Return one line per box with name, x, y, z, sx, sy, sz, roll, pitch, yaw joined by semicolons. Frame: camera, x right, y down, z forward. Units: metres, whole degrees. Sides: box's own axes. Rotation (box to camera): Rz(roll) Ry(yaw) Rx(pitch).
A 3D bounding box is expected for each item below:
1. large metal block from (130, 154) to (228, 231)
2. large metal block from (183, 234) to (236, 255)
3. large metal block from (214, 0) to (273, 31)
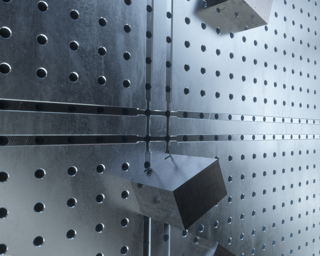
large metal block;0.024;0.076;0.392;0.081;0.080;0.050;-28;108;-36
large metal block;0.072;0.214;0.452;0.080;0.050;0.080;42;65;-32
large metal block;0.141;-0.220;0.509;0.080;0.050;0.080;24;75;-37
